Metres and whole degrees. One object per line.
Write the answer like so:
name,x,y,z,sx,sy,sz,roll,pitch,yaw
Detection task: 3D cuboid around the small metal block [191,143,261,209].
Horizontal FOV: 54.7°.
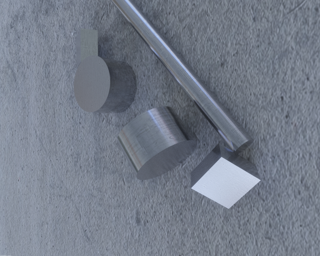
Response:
small metal block,0.068,0.052,0.329,0.050,0.050,0.025,-52,15,27

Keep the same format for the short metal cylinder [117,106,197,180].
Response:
short metal cylinder,-0.003,0.019,0.370,0.080,0.081,0.050,-46,63,30

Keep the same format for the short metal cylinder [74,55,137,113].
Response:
short metal cylinder,-0.081,-0.062,0.453,0.080,0.050,0.079,0,90,39

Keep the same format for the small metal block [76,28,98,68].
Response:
small metal block,-0.115,-0.122,0.484,0.050,0.025,0.050,177,92,-67

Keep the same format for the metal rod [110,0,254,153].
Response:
metal rod,0.011,-0.090,0.393,0.025,0.025,0.299,-50,61,28
